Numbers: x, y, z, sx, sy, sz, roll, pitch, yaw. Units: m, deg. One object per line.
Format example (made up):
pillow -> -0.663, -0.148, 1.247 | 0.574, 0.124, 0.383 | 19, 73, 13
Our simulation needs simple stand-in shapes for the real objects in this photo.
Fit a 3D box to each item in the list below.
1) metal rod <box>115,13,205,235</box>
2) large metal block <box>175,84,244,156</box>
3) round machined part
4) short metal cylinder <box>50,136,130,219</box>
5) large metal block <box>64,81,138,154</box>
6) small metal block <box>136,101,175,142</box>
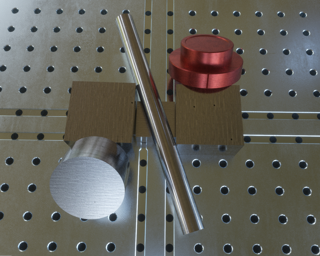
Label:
metal rod -> -0.007, -0.020, 0.391 | 0.025, 0.025, 0.299 | -16, 71, -6
large metal block -> 0.060, -0.009, 0.403 | 0.081, 0.050, 0.080 | 1, 70, 0
round machined part -> 0.061, -0.094, 0.411 | 0.099, 0.042, 0.098 | 1, 35, 0
short metal cylinder -> -0.077, 0.056, 0.355 | 0.080, 0.050, 0.079 | 0, 113, 1
large metal block -> -0.072, -0.013, 0.403 | 0.081, 0.050, 0.080 | 2, 70, 0
small metal block -> -0.006, -0.008, 0.415 | 0.050, 0.025, 0.050 | 1, 70, 0
